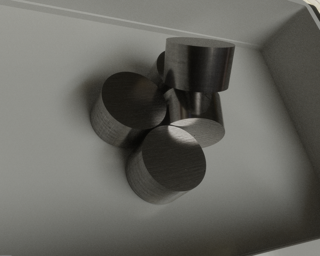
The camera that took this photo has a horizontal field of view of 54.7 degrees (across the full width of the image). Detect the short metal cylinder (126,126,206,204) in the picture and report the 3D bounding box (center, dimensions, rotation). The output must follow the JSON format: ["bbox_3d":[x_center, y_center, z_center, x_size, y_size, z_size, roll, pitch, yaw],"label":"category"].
[{"bbox_3d":[0.007,0.044,0.365,0.081,0.050,0.080,14,56,-21],"label":"short metal cylinder"}]

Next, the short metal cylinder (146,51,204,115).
[{"bbox_3d":[0.022,-0.064,0.440,0.081,0.050,0.080,14,56,-21],"label":"short metal cylinder"}]

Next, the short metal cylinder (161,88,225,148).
[{"bbox_3d":[0.040,-0.012,0.400,0.081,0.080,0.050,13,57,-22],"label":"short metal cylinder"}]

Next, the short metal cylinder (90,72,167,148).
[{"bbox_3d":[-0.039,-0.022,0.380,0.081,0.050,0.080,14,56,-21],"label":"short metal cylinder"}]

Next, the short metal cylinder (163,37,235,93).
[{"bbox_3d":[0.045,-0.078,0.371,0.081,0.050,0.080,4,23,-1],"label":"short metal cylinder"}]
